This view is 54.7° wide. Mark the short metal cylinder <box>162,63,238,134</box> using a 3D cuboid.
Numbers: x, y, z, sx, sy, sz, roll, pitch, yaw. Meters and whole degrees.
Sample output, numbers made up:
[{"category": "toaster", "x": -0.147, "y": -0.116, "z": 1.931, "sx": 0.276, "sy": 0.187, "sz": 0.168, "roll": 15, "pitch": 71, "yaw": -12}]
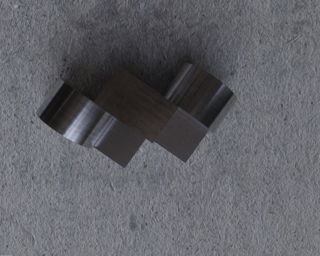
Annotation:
[{"category": "short metal cylinder", "x": 0.048, "y": -0.036, "z": 0.384, "sx": 0.080, "sy": 0.080, "sz": 0.050, "roll": 35, "pitch": 90, "yaw": 0}]

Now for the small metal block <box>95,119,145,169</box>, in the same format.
[{"category": "small metal block", "x": -0.052, "y": 0.017, "z": 0.411, "sx": 0.050, "sy": 0.025, "sz": 0.050, "roll": 35, "pitch": 90, "yaw": 0}]

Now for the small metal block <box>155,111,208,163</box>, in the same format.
[{"category": "small metal block", "x": 0.027, "y": 0.011, "z": 0.412, "sx": 0.050, "sy": 0.025, "sz": 0.050, "roll": 35, "pitch": 90, "yaw": 0}]

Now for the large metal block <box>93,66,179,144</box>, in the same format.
[{"category": "large metal block", "x": -0.027, "y": -0.026, "z": 0.384, "sx": 0.080, "sy": 0.080, "sz": 0.050, "roll": 35, "pitch": 90, "yaw": -1}]

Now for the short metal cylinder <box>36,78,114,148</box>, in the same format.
[{"category": "short metal cylinder", "x": -0.102, "y": -0.018, "z": 0.383, "sx": 0.080, "sy": 0.080, "sz": 0.050, "roll": 35, "pitch": 90, "yaw": 0}]
